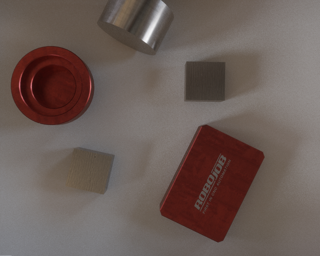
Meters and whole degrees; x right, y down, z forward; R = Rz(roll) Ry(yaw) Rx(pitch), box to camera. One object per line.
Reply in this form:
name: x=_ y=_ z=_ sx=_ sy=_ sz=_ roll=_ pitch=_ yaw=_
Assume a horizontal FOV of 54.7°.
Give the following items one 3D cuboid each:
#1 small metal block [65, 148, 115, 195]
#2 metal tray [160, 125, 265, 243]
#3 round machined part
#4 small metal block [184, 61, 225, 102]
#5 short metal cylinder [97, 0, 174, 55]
small metal block: x=-0.092 y=0.056 z=0.410 sx=0.050 sy=0.025 sz=0.050 roll=13 pitch=90 yaw=-1
metal tray: x=0.067 y=0.071 z=0.410 sx=0.090 sy=0.030 sz=0.129 roll=26 pitch=90 yaw=-1
round machined part: x=-0.134 y=-0.052 z=0.401 sx=0.099 sy=0.042 sz=0.097 roll=0 pitch=90 yaw=-1
small metal block: x=0.059 y=-0.061 z=0.412 sx=0.050 sy=0.025 sz=0.050 roll=1 pitch=90 yaw=-1
short metal cylinder: x=-0.030 y=-0.132 z=0.383 sx=0.080 sy=0.080 sz=0.050 roll=27 pitch=90 yaw=-1
